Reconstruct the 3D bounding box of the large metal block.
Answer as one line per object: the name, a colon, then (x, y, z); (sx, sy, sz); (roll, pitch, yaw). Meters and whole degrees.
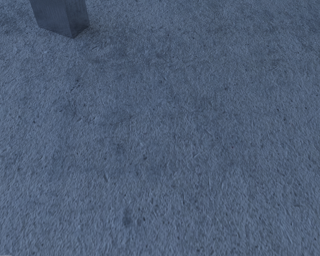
large metal block: (-0.179, -0.215, 0.547); (0.080, 0.080, 0.050); (23, 54, 18)
